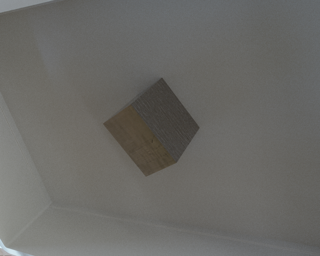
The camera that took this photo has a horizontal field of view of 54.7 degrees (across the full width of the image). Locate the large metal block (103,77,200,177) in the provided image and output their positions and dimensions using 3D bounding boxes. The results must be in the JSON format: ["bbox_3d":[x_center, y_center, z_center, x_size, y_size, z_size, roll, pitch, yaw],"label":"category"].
[{"bbox_3d":[-0.007,-0.003,0.374,0.050,0.080,0.080,-30,102,37],"label":"large metal block"}]
